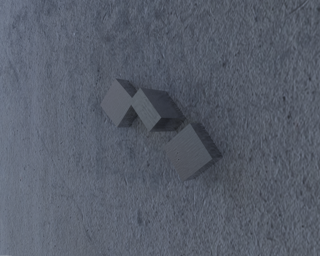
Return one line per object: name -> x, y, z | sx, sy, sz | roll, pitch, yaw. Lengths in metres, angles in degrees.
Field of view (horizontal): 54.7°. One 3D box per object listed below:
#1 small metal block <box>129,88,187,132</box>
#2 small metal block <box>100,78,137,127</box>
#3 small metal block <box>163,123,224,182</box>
small metal block -> -0.002, -0.022, 0.391 | 0.025, 0.050, 0.050 | -49, 61, 29
small metal block -> -0.054, -0.036, 0.450 | 0.050, 0.025, 0.050 | 50, 119, 28
small metal block -> 0.039, 0.029, 0.373 | 0.050, 0.025, 0.050 | -44, 64, 31
